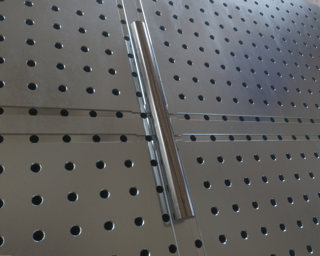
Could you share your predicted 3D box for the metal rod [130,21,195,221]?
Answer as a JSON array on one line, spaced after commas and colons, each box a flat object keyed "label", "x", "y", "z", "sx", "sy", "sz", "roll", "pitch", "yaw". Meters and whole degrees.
[{"label": "metal rod", "x": -0.003, "y": -0.027, "z": 0.422, "sx": 0.025, "sy": 0.025, "sz": 0.299, "roll": 1, "pitch": 62, "yaw": -28}]
